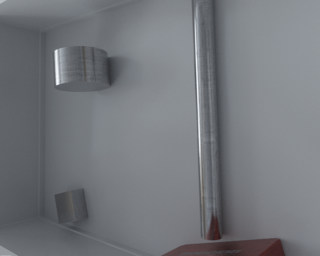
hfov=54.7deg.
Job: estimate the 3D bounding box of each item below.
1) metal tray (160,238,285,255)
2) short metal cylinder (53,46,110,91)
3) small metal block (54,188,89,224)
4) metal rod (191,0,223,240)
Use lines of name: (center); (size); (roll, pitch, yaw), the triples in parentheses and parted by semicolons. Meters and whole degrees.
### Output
metal tray: (0.052, 0.146, 0.320); (0.130, 0.091, 0.030); (-21, 77, 37)
short metal cylinder: (-0.118, -0.086, 0.465); (0.080, 0.081, 0.050); (-7, 86, 39)
small metal block: (-0.152, 0.133, 0.529); (0.050, 0.025, 0.050); (-20, 78, 38)
metal rod: (0.054, -0.024, 0.360); (0.025, 0.025, 0.298); (-3, 88, 39)
